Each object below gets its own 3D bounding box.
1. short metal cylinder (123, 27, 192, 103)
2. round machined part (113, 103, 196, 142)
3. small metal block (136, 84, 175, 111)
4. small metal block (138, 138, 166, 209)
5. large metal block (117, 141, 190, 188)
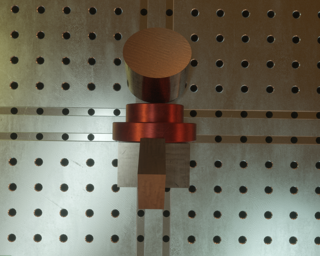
[{"bbox_3d":[-0.004,-0.077,0.384,0.081,0.050,0.080,1,60,-1],"label":"short metal cylinder"},{"bbox_3d":[-0.006,-0.007,0.366,0.099,0.098,0.042,1,90,-1],"label":"round machined part"},{"bbox_3d":[-0.006,-0.031,0.412,0.050,0.025,0.050,1,90,-1],"label":"small metal block"},{"bbox_3d":[-0.008,0.045,0.310,0.025,0.050,0.050,1,128,-1],"label":"small metal block"},{"bbox_3d":[-0.007,0.041,0.385,0.081,0.080,0.050,1,90,-1],"label":"large metal block"}]
